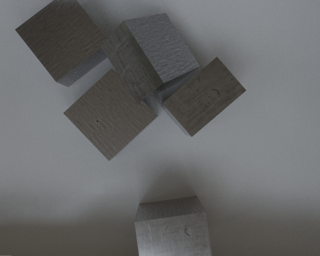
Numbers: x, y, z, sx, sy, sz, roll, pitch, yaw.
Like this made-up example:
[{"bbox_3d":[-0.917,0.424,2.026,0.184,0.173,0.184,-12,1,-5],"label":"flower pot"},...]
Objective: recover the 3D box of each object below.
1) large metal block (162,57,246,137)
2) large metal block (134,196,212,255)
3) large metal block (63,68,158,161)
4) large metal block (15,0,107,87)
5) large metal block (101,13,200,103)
[{"bbox_3d":[0.049,-0.035,0.385,0.080,0.080,0.050,-41,91,0],"label":"large metal block"},{"bbox_3d":[0.015,0.123,0.384,0.081,0.080,0.050,-8,90,0],"label":"large metal block"},{"bbox_3d":[-0.060,-0.016,0.398,0.080,0.050,0.080,-43,91,0],"label":"large metal block"},{"bbox_3d":[-0.118,-0.111,0.397,0.080,0.050,0.080,-38,91,0],"label":"large metal block"},{"bbox_3d":[-0.010,-0.087,0.378,0.050,0.081,0.080,-32,91,43],"label":"large metal block"}]
